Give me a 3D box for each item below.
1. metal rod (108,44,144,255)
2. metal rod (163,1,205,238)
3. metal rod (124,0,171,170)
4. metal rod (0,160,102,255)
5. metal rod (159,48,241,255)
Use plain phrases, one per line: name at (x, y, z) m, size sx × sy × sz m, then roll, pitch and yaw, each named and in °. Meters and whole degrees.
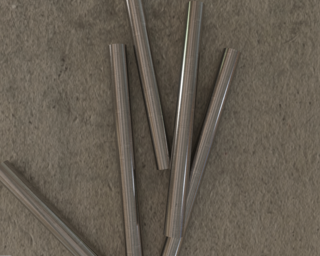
metal rod at (-0.044, 0.040, 0.409) m, size 0.025 × 0.025 × 0.298 m, roll -5°, pitch 90°, yaw -1°
metal rod at (0.032, -0.015, 0.397) m, size 0.025 × 0.025 × 0.298 m, roll 6°, pitch 85°, yaw -1°
metal rod at (-0.020, -0.094, 0.409) m, size 0.025 × 0.025 × 0.298 m, roll -11°, pitch 90°, yaw 0°
metal rod at (-0.105, 0.158, 0.408) m, size 0.025 × 0.025 × 0.300 m, roll -44°, pitch 91°, yaw 0°
metal rod at (0.052, 0.041, 0.410) m, size 0.025 × 0.025 × 0.298 m, roll 17°, pitch 90°, yaw -1°
